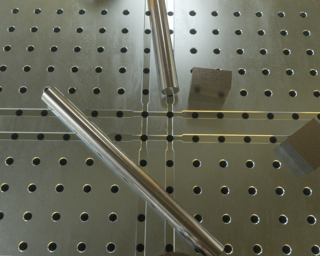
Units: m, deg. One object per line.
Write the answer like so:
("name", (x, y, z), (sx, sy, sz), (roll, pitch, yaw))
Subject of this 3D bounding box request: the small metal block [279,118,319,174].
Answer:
("small metal block", (0.196, 0.024, 0.404), (0.050, 0.025, 0.050), (-34, 74, -12))

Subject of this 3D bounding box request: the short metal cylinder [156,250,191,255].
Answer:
("short metal cylinder", (0.016, 0.176, 0.334), (0.081, 0.050, 0.080), (0, 70, 0))

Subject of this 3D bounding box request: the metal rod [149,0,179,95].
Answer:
("metal rod", (-0.004, -0.190, 0.481), (0.025, 0.025, 0.299), (-7, 70, -3))

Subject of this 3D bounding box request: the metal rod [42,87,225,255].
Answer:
("metal rod", (-0.043, 0.050, 0.393), (0.300, 0.025, 0.025), (41, 75, 13))

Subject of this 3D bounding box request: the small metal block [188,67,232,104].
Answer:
("small metal block", (0.066, -0.056, 0.419), (0.050, 0.050, 0.025), (7, 70, 2))
